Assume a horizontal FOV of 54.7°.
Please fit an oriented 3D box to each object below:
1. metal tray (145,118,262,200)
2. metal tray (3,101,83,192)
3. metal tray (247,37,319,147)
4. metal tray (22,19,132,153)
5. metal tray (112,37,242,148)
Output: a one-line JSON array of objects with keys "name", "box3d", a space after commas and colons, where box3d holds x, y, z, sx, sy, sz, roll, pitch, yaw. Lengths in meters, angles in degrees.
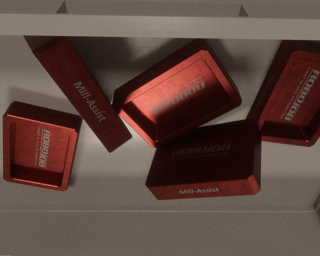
[{"name": "metal tray", "box3d": [0.054, 0.039, 0.379, 0.130, 0.090, 0.030, -10, 131, 28]}, {"name": "metal tray", "box3d": [-0.164, 0.031, 0.429, 0.091, 0.030, 0.129, 13, 129, -12]}, {"name": "metal tray", "box3d": [0.170, -0.037, 0.376, 0.091, 0.030, 0.129, 8, 130, -7]}, {"name": "metal tray", "box3d": [-0.085, -0.043, 0.326, 0.030, 0.090, 0.130, -36, 127, -9]}, {"name": "metal tray", "box3d": [0.020, -0.037, 0.374, 0.130, 0.030, 0.090, -28, 125, 21]}]
